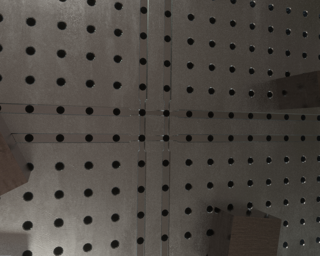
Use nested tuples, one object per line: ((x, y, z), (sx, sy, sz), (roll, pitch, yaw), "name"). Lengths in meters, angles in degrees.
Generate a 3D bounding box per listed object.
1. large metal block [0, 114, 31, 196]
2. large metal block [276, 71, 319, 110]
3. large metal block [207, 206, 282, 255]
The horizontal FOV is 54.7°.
((-0.177, 0.026, 0.318), (0.050, 0.080, 0.080), (-27, 99, -18), "large metal block")
((0.241, -0.060, 0.474), (0.081, 0.080, 0.050), (-9, 94, -20), "large metal block")
((0.120, 0.162, 0.446), (0.081, 0.050, 0.080), (10, 87, -20), "large metal block")
